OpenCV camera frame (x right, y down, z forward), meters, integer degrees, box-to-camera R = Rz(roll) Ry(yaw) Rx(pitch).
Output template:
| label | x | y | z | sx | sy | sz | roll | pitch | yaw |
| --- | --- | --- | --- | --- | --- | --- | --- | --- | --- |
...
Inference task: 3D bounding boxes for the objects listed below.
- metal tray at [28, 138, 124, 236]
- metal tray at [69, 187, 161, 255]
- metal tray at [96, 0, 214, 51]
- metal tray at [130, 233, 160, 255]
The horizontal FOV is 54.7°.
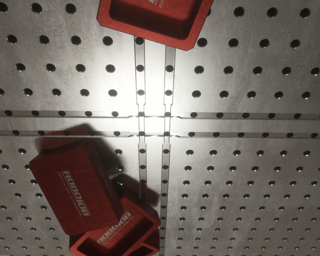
| label | x | y | z | sx | sy | sz | roll | pitch | yaw |
| --- | --- | --- | --- | --- | --- | --- | --- | --- | --- |
| metal tray | -0.119 | 0.089 | 0.452 | 0.090 | 0.030 | 0.129 | -17 | 107 | 13 |
| metal tray | -0.075 | 0.171 | 0.518 | 0.130 | 0.030 | 0.090 | -45 | 115 | 6 |
| metal tray | 0.006 | -0.136 | 0.251 | 0.091 | 0.030 | 0.129 | 14 | 129 | -12 |
| metal tray | -0.076 | 0.214 | 0.589 | 0.130 | 0.030 | 0.090 | 35 | 122 | -27 |
